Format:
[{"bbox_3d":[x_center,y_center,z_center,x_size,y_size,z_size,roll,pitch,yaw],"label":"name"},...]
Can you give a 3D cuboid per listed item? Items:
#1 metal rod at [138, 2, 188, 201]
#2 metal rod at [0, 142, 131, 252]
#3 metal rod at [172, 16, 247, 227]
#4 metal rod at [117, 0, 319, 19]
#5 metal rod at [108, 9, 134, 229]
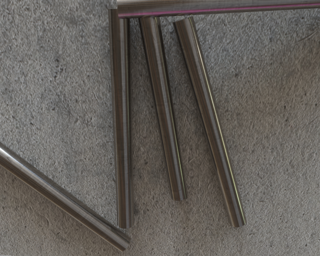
[{"bbox_3d":[0.003,-0.040,0.394,0.025,0.025,0.298,-9,110,3],"label":"metal rod"},{"bbox_3d":[-0.163,0.083,0.438,0.300,0.025,0.025,41,105,-14],"label":"metal rod"},{"bbox_3d":[0.071,0.006,0.412,0.025,0.025,0.298,-17,110,6],"label":"metal rod"},{"bbox_3d":[0.105,-0.142,0.342,0.302,0.025,0.025,-5,110,-5],"label":"metal rod"},{"bbox_3d":[-0.049,0.002,0.409,0.025,0.025,0.298,1,110,0],"label":"metal rod"}]
